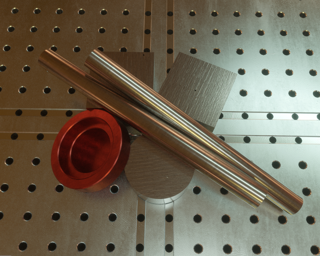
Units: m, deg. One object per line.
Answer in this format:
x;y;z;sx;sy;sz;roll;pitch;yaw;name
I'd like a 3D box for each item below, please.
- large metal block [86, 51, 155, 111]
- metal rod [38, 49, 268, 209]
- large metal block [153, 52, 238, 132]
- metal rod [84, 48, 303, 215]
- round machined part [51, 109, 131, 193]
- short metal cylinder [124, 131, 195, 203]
-0.048;-0.053;0.410;0.081;0.050;0.080;1;70;0;large metal block
-0.016;-0.005;0.355;0.301;0.025;0.025;33;73;10;metal rod
0.045;-0.042;0.409;0.080;0.050;0.080;23;72;8;large metal block
0.042;0.006;0.366;0.301;0.025;0.025;36;73;-3;metal rod
-0.079;0.030;0.375;0.098;0.042;0.098;-10;65;21;round machined part
0.000;0.049;0.376;0.081;0.050;0.080;0;70;0;short metal cylinder
